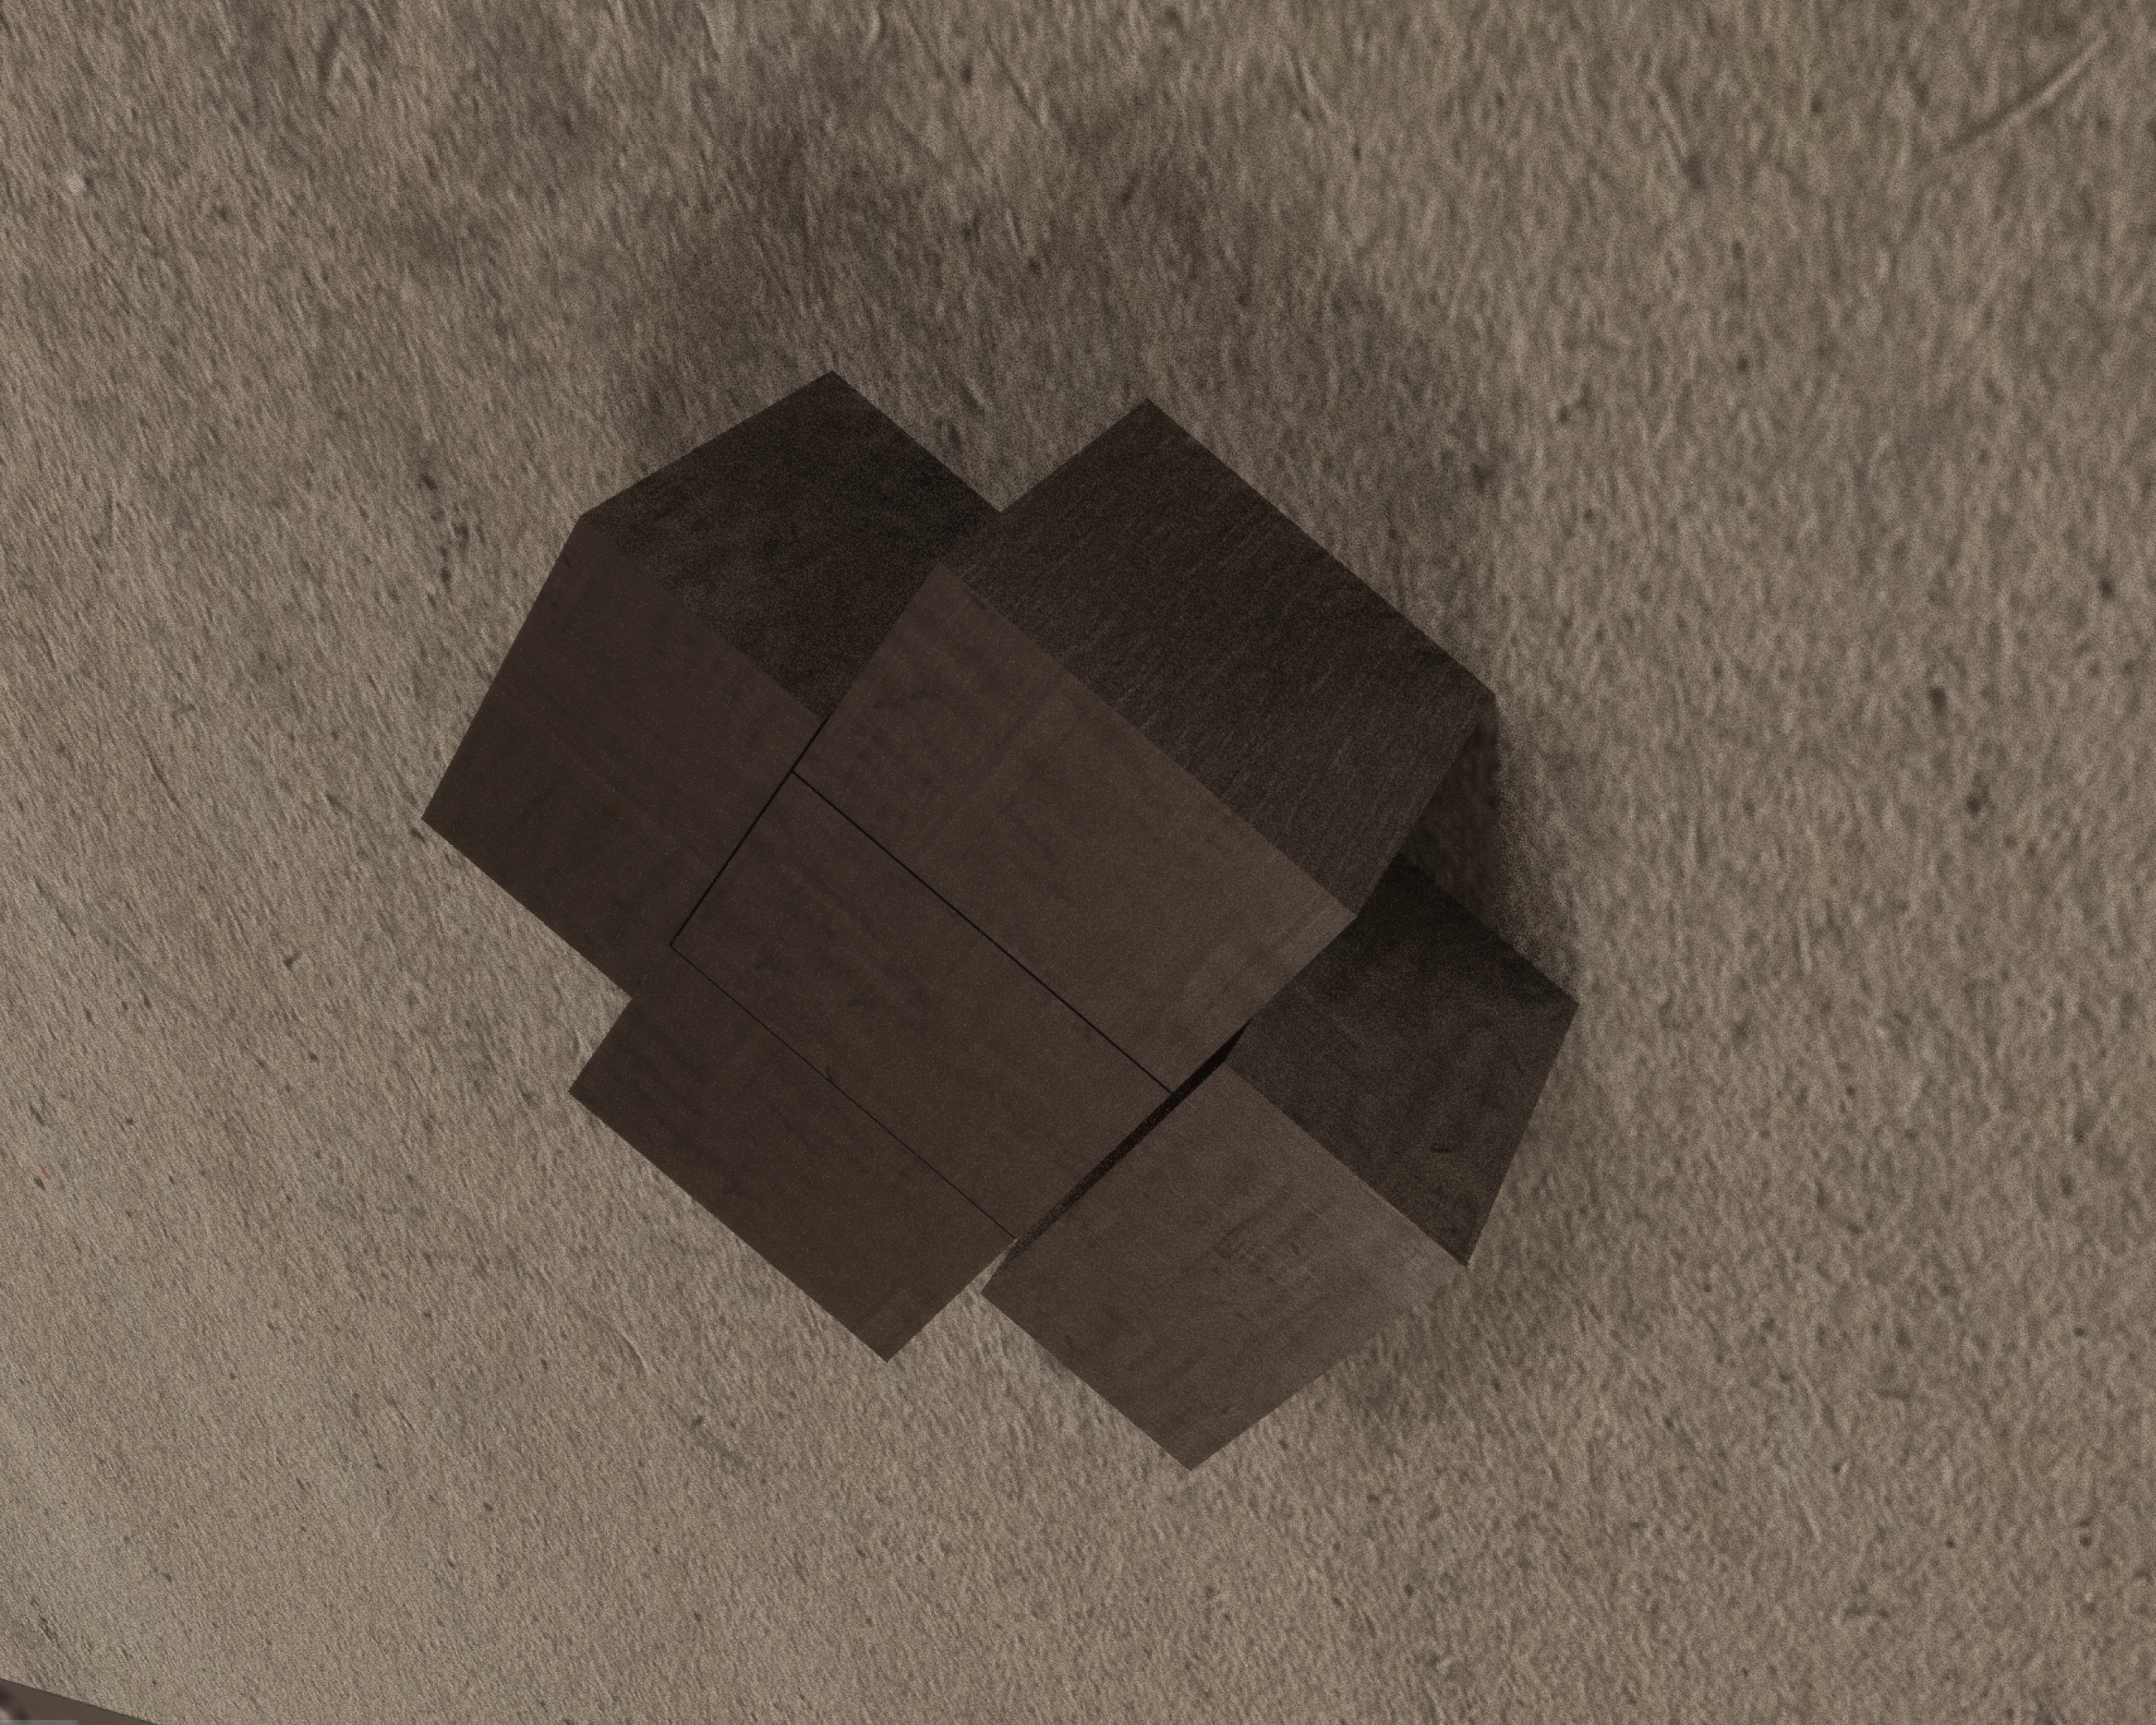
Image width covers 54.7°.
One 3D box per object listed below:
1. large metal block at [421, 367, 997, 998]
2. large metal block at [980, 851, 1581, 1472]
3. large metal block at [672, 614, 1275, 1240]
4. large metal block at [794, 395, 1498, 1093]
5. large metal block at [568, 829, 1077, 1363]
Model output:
[{"bbox_3d":[-0.063,-0.034,0.384,0.050,0.080,0.080,41,129,0],"label":"large metal block"},{"bbox_3d":[0.038,0.052,0.384,0.050,0.080,0.080,41,129,0],"label":"large metal block"},{"bbox_3d":[-0.012,0.007,0.382,0.080,0.080,0.050,41,129,0],"label":"large metal block"},{"bbox_3d":[0.014,-0.023,0.351,0.080,0.080,0.050,41,129,0],"label":"large metal block"},{"bbox_3d":[-0.038,0.036,0.414,0.080,0.080,0.050,41,129,0],"label":"large metal block"}]
